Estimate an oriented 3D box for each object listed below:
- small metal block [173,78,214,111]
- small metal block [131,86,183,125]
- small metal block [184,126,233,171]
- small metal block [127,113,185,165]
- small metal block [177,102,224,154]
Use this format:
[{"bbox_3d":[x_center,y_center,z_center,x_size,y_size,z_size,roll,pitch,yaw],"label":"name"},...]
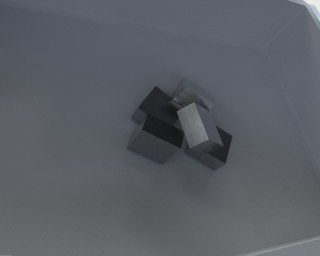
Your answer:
[{"bbox_3d":[0.047,-0.043,0.443,0.050,0.025,0.050,32,19,-8],"label":"small metal block"},{"bbox_3d":[-0.002,-0.020,0.415,0.050,0.025,0.050,37,51,-4],"label":"small metal block"},{"bbox_3d":[0.068,0.022,0.428,0.050,0.025,0.050,31,52,-9],"label":"small metal block"},{"bbox_3d":[-0.006,0.015,0.376,0.050,0.050,0.025,26,53,-13],"label":"small metal block"},{"bbox_3d":[0.051,0.001,0.385,0.050,0.025,0.050,22,45,-57],"label":"small metal block"}]
